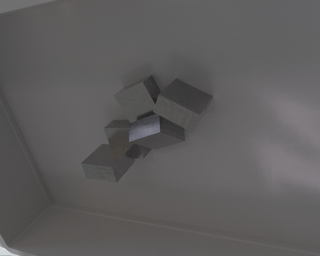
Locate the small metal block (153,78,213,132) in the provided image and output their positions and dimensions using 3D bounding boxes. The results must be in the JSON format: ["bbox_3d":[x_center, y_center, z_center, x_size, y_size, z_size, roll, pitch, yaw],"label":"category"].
[{"bbox_3d":[0.028,-0.028,0.361,0.050,0.050,0.025,28,128,10],"label":"small metal block"}]

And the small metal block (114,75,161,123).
[{"bbox_3d":[-0.023,-0.034,0.400,0.050,0.025,0.050,-18,109,35],"label":"small metal block"}]

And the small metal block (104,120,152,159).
[{"bbox_3d":[-0.046,0.016,0.443,0.050,0.025,0.050,-1,118,28],"label":"small metal block"}]

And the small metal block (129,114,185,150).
[{"bbox_3d":[-0.004,0.006,0.396,0.050,0.050,0.025,-19,64,35],"label":"small metal block"}]

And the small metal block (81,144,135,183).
[{"bbox_3d":[-0.070,0.047,0.427,0.050,0.050,0.025,3,120,27],"label":"small metal block"}]
